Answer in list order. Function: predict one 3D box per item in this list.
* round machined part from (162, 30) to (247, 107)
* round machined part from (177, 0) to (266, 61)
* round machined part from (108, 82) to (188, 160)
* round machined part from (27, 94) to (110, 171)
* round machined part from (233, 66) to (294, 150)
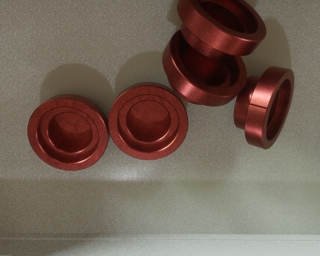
[{"bbox_3d":[0.047,-0.066,0.359,0.098,0.098,0.042,27,144,-10],"label":"round machined part"},{"bbox_3d":[0.062,-0.112,0.339,0.098,0.098,0.042,25,136,-9],"label":"round machined part"},{"bbox_3d":[-0.014,-0.012,0.398,0.099,0.042,0.097,0,110,-1],"label":"round machined part"},{"bbox_3d":[-0.114,0.003,0.402,0.099,0.042,0.097,0,110,-1],"label":"round machined part"},{"bbox_3d":[0.123,-0.027,0.375,0.042,0.099,0.097,20,114,33],"label":"round machined part"}]
